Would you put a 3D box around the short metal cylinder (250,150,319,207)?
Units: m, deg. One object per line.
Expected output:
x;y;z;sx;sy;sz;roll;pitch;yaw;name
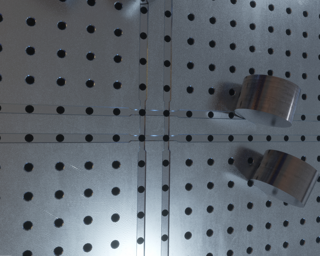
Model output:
0.181;0.074;0.452;0.080;0.080;0.050;34;79;-17;short metal cylinder

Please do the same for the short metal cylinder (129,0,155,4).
-0.020;-0.207;0.392;0.081;0.050;0.079;0;90;-21;short metal cylinder

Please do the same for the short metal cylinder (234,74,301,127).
0.152;-0.037;0.441;0.080;0.080;0.050;20;84;-19;short metal cylinder
